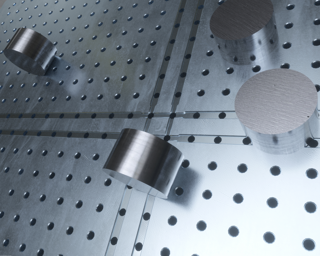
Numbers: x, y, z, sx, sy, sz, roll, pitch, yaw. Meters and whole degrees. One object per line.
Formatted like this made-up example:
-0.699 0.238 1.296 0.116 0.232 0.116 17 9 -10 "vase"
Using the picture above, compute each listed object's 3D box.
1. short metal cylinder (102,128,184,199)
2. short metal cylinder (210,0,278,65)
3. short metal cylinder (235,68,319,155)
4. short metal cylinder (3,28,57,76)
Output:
-0.019 0.042 0.357 0.080 0.080 0.050 12 68 33 "short metal cylinder"
0.113 -0.131 0.414 0.080 0.050 0.080 -13 56 21 "short metal cylinder"
0.127 -0.017 0.336 0.080 0.050 0.080 -13 56 21 "short metal cylinder"
-0.246 -0.144 0.590 0.080 0.080 0.050 9 66 32 "short metal cylinder"
